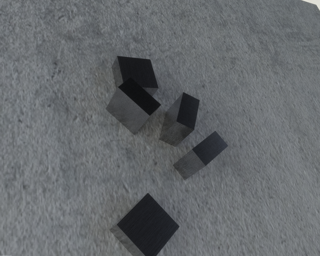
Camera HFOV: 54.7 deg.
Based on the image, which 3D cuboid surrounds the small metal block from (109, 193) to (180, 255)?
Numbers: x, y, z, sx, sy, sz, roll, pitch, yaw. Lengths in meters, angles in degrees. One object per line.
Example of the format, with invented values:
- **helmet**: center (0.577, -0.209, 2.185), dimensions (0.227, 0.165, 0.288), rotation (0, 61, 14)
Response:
- **small metal block**: center (-0.016, 0.107, 0.331), dimensions (0.050, 0.025, 0.050), rotation (47, 51, 4)

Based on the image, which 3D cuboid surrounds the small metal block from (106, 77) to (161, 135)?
- **small metal block**: center (-0.034, -0.026, 0.387), dimensions (0.050, 0.050, 0.025), rotation (42, 51, 0)

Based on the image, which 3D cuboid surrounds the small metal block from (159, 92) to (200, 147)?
- **small metal block**: center (0.026, -0.011, 0.410), dimensions (0.025, 0.050, 0.050), rotation (25, 53, -13)

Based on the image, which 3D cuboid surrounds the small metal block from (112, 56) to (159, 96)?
- **small metal block**: center (-0.035, -0.070, 0.429), dimensions (0.050, 0.025, 0.050), rotation (-1, 62, -29)

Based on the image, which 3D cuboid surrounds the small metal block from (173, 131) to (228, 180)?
- **small metal block**: center (0.051, 0.035, 0.396), dimensions (0.050, 0.050, 0.025), rotation (-33, 81, -38)
